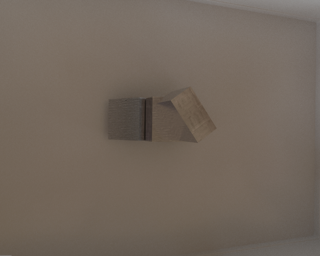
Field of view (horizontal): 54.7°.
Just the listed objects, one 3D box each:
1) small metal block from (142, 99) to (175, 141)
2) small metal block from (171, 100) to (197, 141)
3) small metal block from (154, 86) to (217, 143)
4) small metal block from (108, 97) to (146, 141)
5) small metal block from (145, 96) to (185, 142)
[{"bbox_3d":[-0.003,-0.009,0.394,0.025,0.050,0.050,1,90,-20],"label":"small metal block"},{"bbox_3d":[0.032,-0.009,0.405,0.025,0.050,0.050,1,90,14],"label":"small metal block"},{"bbox_3d":[0.025,-0.013,0.324,0.025,0.050,0.050,-37,102,-16],"label":"small metal block"},{"bbox_3d":[-0.036,-0.010,0.379,0.025,0.050,0.050,1,90,-54],"label":"small metal block"},{"bbox_3d":[0.011,-0.009,0.359,0.050,0.025,0.050,1,90,-20],"label":"small metal block"}]
